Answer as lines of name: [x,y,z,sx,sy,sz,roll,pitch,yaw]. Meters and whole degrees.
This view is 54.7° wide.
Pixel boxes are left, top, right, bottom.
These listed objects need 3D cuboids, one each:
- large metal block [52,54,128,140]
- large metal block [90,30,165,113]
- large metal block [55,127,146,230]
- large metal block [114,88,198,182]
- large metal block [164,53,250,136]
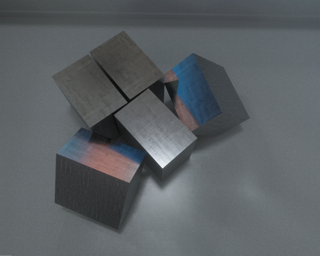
large metal block: [-0.081,-0.031,0.390,0.050,0.080,0.080,-36,74,-12]
large metal block: [-0.039,-0.062,0.401,0.050,0.080,0.080,-37,75,-12]
large metal block: [-0.068,0.057,0.350,0.080,0.079,0.050,21,37,7]
large metal block: [-0.005,0.012,0.374,0.050,0.080,0.080,-40,75,-13]
large metal block: [0.058,-0.038,0.387,0.050,0.080,0.080,-33,68,31]
